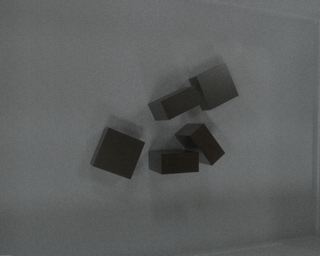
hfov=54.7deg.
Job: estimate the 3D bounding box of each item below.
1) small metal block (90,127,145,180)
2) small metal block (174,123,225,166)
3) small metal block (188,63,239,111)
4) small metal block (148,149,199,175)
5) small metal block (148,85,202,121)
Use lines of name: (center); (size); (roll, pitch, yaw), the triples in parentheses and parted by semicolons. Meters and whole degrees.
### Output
small metal block: (-0.054, 0.032, 0.392); (0.050, 0.025, 0.050); (24, 82, -19)
small metal block: (0.052, 0.021, 0.418); (0.025, 0.050, 0.050); (-41, 103, -16)
small metal block: (0.076, -0.058, 0.440); (0.050, 0.025, 0.050); (-27, 99, -18)
small metal block: (0.017, 0.043, 0.405); (0.050, 0.050, 0.025); (-1, 91, -20)
small metal block: (0.018, -0.032, 0.405); (0.050, 0.050, 0.025); (-27, 100, -18)
